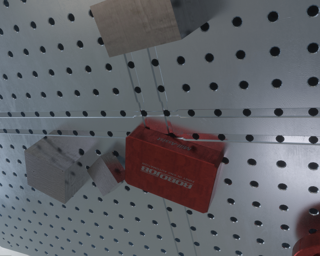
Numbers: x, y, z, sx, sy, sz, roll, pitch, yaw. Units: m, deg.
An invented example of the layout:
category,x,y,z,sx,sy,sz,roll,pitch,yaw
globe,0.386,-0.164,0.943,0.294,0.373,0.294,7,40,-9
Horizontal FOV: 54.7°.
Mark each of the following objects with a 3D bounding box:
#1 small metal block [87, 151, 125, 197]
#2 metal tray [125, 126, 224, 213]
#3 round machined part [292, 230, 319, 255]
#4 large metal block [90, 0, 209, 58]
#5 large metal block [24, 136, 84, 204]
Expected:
category,x,y,z,sx,sy,sz,roll,pitch,yaw
small metal block,-0.083,0.073,0.491,0.050,0.025,0.050,55,130,11
metal tray,0.015,0.058,0.436,0.130,0.030,0.089,18,126,18
round machined part,0.219,0.167,0.388,0.098,0.042,0.097,13,124,21
large metal block,-0.007,-0.114,0.309,0.080,0.080,0.050,-5,116,30
large metal block,-0.181,0.072,0.535,0.080,0.050,0.079,23,127,14
